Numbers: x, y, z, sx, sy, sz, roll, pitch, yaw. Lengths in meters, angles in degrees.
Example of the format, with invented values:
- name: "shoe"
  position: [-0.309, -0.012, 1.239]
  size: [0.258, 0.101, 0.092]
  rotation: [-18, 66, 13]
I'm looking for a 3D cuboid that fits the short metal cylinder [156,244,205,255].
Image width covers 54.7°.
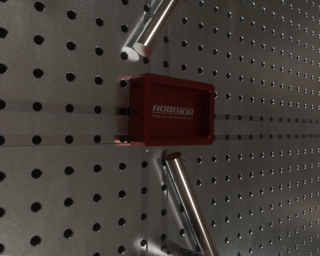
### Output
- name: "short metal cylinder"
  position: [0.030, 0.206, 0.421]
  size: [0.081, 0.050, 0.079]
  rotation: [0, 90, -40]

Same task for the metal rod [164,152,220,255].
- name: "metal rod"
  position: [0.069, 0.172, 0.470]
  size: [0.025, 0.025, 0.298]
  rotation: [-34, 111, -35]

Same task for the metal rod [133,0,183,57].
- name: "metal rod"
  position: [0.042, -0.223, 0.445]
  size: [0.025, 0.025, 0.300]
  rotation: [42, 65, -33]

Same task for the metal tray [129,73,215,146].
- name: "metal tray"
  position: [0.021, -0.021, 0.425]
  size: [0.131, 0.030, 0.089]
  rotation: [2, 89, -40]
